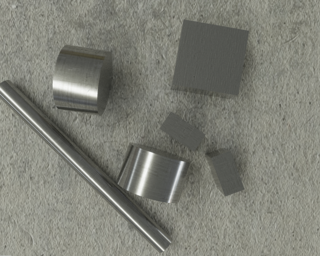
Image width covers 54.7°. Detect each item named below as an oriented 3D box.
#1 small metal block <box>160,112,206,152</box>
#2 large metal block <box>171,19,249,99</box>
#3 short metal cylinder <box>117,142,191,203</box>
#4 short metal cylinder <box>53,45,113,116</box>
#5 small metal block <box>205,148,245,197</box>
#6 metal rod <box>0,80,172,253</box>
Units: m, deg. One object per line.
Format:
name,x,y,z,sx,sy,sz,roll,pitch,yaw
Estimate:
small metal block,0.027,0.004,0.398,0.050,0.050,0.025,34,90,-1
large metal block,0.061,-0.085,0.398,0.080,0.050,0.080,10,90,-1
short metal cylinder,-0.007,0.054,0.382,0.080,0.080,0.050,17,90,-1
short metal cylinder,-0.092,-0.058,0.381,0.050,0.080,0.080,9,90,-1
small metal block,0.082,0.055,0.399,0.025,0.050,0.050,-20,90,0
metal rod,-0.100,0.051,0.408,0.300,0.025,0.025,44,90,-1
